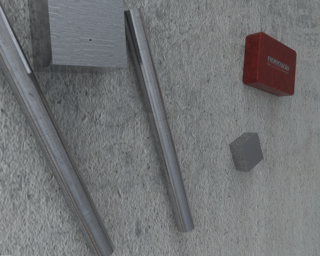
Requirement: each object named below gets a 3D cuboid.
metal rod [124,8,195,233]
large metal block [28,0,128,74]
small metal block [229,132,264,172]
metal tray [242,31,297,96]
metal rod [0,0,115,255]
[{"bbox_3d":[0.001,-0.001,0.407,0.025,0.025,0.298,-24,105,-38],"label":"metal rod"},{"bbox_3d":[-0.084,-0.100,0.319,0.081,0.050,0.079,-6,94,-40],"label":"large metal block"},{"bbox_3d":[0.150,0.041,0.533,0.050,0.025,0.050,-30,109,-36],"label":"small metal block"},{"bbox_3d":[0.208,-0.115,0.579,0.131,0.030,0.089,9,84,-40],"label":"metal tray"},{"bbox_3d":[-0.112,0.007,0.311,0.025,0.025,0.298,-32,110,-36],"label":"metal rod"}]
